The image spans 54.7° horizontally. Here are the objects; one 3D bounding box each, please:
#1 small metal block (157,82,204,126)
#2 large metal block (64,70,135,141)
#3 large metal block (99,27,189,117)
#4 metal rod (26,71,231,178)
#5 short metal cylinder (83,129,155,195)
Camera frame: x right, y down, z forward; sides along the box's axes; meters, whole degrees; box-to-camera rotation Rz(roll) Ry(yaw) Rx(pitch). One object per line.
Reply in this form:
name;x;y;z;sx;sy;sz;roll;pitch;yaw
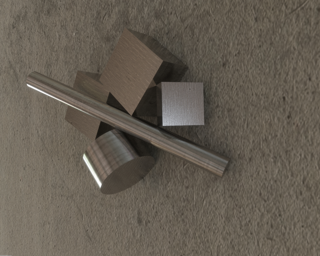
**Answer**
small metal block;0.024;-0.028;0.368;0.025;0.050;0.050;175;94;-75
large metal block;-0.091;-0.033;0.465;0.080;0.050;0.079;31;109;35
large metal block;-0.024;-0.071;0.406;0.080;0.050;0.080;47;118;29
metal rod;-0.055;-0.013;0.398;0.301;0.025;0.025;24;106;20
short metal cylinder;-0.054;0.044;0.415;0.080;0.081;0.050;-51;60;28
